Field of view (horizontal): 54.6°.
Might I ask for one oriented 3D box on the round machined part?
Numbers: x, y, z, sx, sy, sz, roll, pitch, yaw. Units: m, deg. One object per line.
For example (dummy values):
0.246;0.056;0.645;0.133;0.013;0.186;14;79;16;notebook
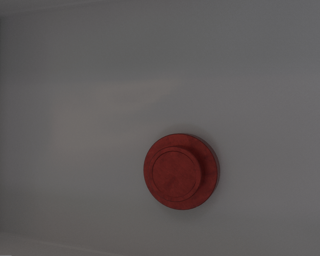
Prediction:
0.024;0.056;0.393;0.098;0.042;0.097;0;90;20;round machined part
